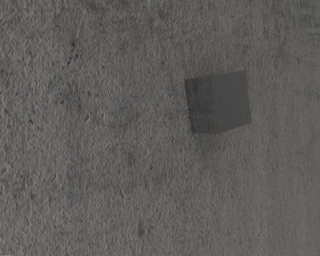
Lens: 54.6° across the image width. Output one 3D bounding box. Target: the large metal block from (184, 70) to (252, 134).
[{"bbox_3d":[0.087,-0.039,0.460,0.081,0.050,0.080,-15,100,-39],"label":"large metal block"}]
